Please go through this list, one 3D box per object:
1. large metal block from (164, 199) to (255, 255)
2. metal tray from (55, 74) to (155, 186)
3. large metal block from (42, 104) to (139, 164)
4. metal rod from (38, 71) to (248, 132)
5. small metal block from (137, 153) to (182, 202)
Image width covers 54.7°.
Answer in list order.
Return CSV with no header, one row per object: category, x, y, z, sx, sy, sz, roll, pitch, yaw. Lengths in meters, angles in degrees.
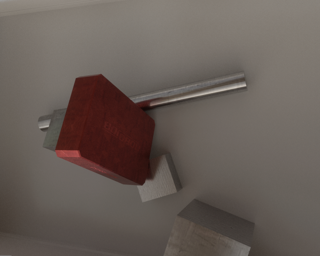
large metal block,0.060,0.129,0.360,0.080,0.080,0.050,19,97,18
metal tray,-0.054,0.008,0.358,0.030,0.130,0.090,-2,67,27
large metal block,-0.084,0.013,0.394,0.080,0.080,0.050,-4,66,34
metal rod,-0.037,-0.032,0.422,0.301,0.025,0.025,-10,87,19
small metal block,-0.004,0.065,0.411,0.050,0.025,0.050,-21,83,18
